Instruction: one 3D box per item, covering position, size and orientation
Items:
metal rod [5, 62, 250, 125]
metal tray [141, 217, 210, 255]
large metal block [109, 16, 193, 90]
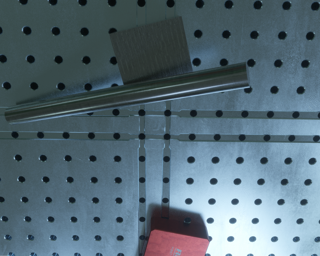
[{"bbox_3d":[-0.054,-0.034,0.351,0.301,0.025,0.025,-7,111,21],"label":"metal rod"},{"bbox_3d":[0.016,0.209,0.488,0.091,0.030,0.129,12,110,-5],"label":"metal tray"},{"bbox_3d":[-0.007,-0.083,0.369,0.080,0.050,0.079,-13,110,4],"label":"large metal block"}]
